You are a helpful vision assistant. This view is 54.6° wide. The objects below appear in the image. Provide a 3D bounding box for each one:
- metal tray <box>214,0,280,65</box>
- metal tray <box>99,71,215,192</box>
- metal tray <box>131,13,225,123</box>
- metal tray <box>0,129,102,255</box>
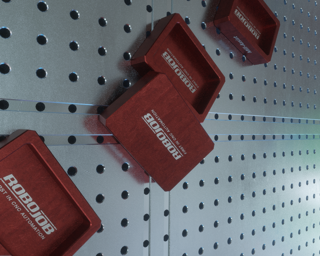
[{"bbox_3d":[0.153,-0.180,0.531,0.131,0.030,0.090,31,71,-36],"label":"metal tray"},{"bbox_3d":[0.000,0.006,0.386,0.090,0.030,0.130,-43,118,-9],"label":"metal tray"},{"bbox_3d":[0.031,-0.078,0.430,0.130,0.030,0.090,45,63,-30],"label":"metal tray"},{"bbox_3d":[-0.127,0.077,0.298,0.090,0.030,0.130,-43,116,-31],"label":"metal tray"}]
